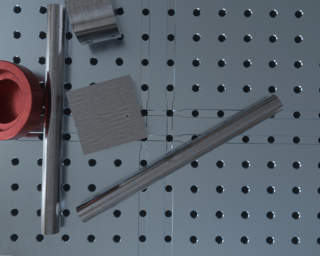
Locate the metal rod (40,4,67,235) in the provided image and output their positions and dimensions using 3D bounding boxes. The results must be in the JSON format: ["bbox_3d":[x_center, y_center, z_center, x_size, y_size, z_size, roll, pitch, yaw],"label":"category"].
[{"bbox_3d":[-0.141,-0.011,0.412,0.025,0.025,0.298,2,90,0],"label":"metal rod"}]

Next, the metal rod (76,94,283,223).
[{"bbox_3d":[0.026,0.040,0.413,0.301,0.025,0.025,-30,90,0],"label":"metal rod"}]

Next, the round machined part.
[{"bbox_3d":[-0.190,-0.033,0.395,0.098,0.042,0.097,0,90,16],"label":"round machined part"}]

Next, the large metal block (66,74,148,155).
[{"bbox_3d":[-0.064,-0.016,0.400,0.080,0.050,0.080,-16,90,0],"label":"large metal block"}]

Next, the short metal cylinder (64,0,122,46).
[{"bbox_3d":[-0.082,-0.148,0.385,0.050,0.080,0.080,-13,90,0],"label":"short metal cylinder"}]
